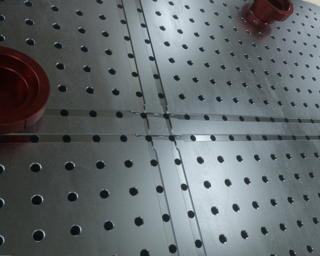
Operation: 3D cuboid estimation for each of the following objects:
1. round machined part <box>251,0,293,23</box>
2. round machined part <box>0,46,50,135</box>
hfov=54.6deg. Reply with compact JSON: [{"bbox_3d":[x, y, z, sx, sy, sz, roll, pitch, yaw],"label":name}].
[{"bbox_3d":[0.246,-0.275,0.696,0.099,0.042,0.098,13,56,-21],"label":"round machined part"},{"bbox_3d":[-0.171,-0.036,0.327,0.099,0.042,0.098,13,56,-21],"label":"round machined part"}]
